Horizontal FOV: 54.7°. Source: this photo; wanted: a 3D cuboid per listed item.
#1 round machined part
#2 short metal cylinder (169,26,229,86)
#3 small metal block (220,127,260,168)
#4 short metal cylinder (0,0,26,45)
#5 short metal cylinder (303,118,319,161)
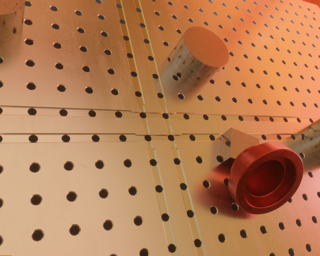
[{"bbox_3d":[0.133,0.061,0.408,0.099,0.097,0.042,9,20,-23],"label":"round machined part"},{"bbox_3d":[0.062,-0.114,0.495,0.081,0.050,0.080,14,56,-21],"label":"short metal cylinder"},{"bbox_3d":[0.117,0.034,0.450,0.050,0.025,0.050,21,54,-16],"label":"small metal block"},{"bbox_3d":[-0.206,-0.146,0.370,0.081,0.050,0.080,14,56,-21],"label":"short metal cylinder"},{"bbox_3d":[0.303,0.018,0.544,0.081,0.050,0.080,14,56,-21],"label":"short metal cylinder"}]
